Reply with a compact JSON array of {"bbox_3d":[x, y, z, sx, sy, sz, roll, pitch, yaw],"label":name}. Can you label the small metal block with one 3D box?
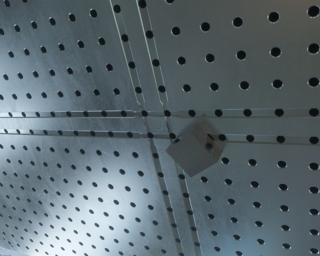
[{"bbox_3d":[0.045,0.030,0.407,0.050,0.025,0.050,47,129,-5],"label":"small metal block"}]
